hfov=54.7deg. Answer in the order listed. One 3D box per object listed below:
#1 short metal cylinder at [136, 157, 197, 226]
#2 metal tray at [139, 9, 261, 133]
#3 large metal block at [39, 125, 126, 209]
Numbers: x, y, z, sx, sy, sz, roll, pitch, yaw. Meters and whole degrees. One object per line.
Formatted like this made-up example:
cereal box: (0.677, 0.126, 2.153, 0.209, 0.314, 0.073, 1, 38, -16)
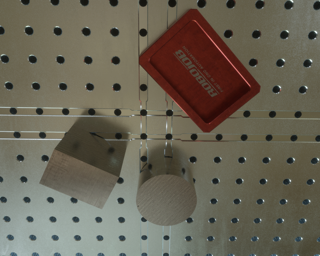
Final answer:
short metal cylinder: (0.009, 0.088, 0.432, 0.081, 0.050, 0.079, 0, 110, 0)
metal tray: (0.049, -0.069, 0.385, 0.090, 0.030, 0.130, -41, 106, 13)
large metal block: (-0.095, 0.048, 0.401, 0.080, 0.080, 0.050, 26, 108, -9)
